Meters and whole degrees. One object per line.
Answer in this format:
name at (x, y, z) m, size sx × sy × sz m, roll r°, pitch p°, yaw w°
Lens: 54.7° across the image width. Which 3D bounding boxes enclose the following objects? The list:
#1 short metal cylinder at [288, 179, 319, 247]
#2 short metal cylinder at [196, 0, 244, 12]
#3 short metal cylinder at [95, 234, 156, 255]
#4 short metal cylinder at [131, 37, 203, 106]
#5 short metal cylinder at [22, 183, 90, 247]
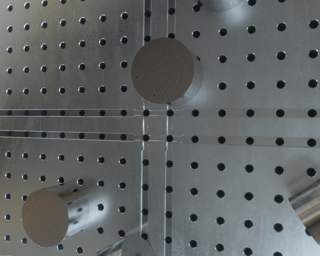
short metal cylinder at (0.180, 0.094, 0.320) m, size 0.050 × 0.080 × 0.080 m, roll -39°, pitch 78°, yaw 16°
short metal cylinder at (0.070, -0.189, 0.374) m, size 0.080 × 0.050 × 0.079 m, roll 0°, pitch 90°, yaw 20°
short metal cylinder at (-0.042, 0.185, 0.398) m, size 0.050 × 0.080 × 0.080 m, roll -34°, pitch 79°, yaw 17°
short metal cylinder at (0.011, -0.069, 0.395) m, size 0.080 × 0.050 × 0.079 m, roll 0°, pitch 90°, yaw 20°
short metal cylinder at (-0.152, 0.125, 0.453) m, size 0.080 × 0.050 × 0.080 m, roll 0°, pitch 90°, yaw 20°
